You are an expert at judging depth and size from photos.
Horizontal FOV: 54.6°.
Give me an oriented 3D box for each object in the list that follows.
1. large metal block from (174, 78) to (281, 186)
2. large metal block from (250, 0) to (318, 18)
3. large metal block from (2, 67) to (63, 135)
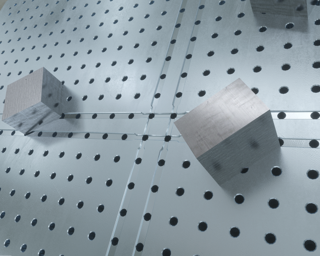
[{"bbox_3d":[0.074,0.007,0.330,0.080,0.080,0.050,-35,51,5],"label":"large metal block"},{"bbox_3d":[0.178,-0.203,0.424,0.080,0.050,0.080,24,74,36],"label":"large metal block"},{"bbox_3d":[-0.219,-0.047,0.538,0.080,0.050,0.080,-23,53,14],"label":"large metal block"}]
